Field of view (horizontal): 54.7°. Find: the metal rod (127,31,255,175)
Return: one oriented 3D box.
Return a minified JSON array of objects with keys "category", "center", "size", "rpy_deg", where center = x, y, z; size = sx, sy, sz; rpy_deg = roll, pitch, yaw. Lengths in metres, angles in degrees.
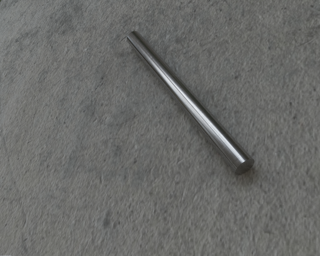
[{"category":"metal rod","center":[0.023,-0.054,0.423],"size":[0.025,0.025,0.300],"rpy_deg":[-37,51,3]}]
